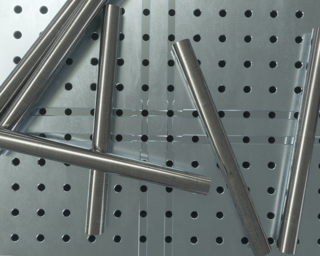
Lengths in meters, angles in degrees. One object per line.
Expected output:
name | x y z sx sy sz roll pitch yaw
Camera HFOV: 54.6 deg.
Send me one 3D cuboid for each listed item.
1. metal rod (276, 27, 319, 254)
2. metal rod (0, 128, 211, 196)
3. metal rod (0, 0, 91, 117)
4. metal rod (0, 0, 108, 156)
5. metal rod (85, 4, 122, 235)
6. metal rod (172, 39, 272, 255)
metal rod | 0.193 0.016 0.414 0.025 0.025 0.298 10 90 0
metal rod | -0.086 0.039 0.386 0.301 0.025 0.025 13 90 -1
metal rod | -0.150 -0.114 0.412 0.025 0.025 0.300 38 90 0
metal rod | -0.137 -0.089 0.403 0.025 0.025 0.299 36 93 0
metal rod | -0.075 -0.011 0.412 0.025 0.025 0.298 5 90 0
metal rod | 0.082 0.026 0.413 0.025 0.025 0.299 -21 90 0
